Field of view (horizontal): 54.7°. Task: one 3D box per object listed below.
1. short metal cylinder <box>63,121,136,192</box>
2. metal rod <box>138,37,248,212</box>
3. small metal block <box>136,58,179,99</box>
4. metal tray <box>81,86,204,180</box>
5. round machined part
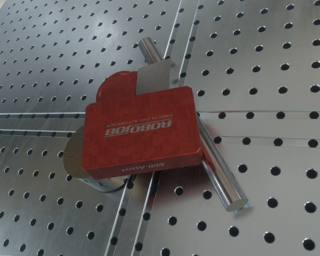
[{"bbox_3d":[-0.077,0.037,0.405,0.080,0.050,0.080,-13,56,21],"label":"short metal cylinder"},{"bbox_3d":[0.028,-0.028,0.406,0.025,0.025,0.300,-31,52,8],"label":"metal rod"},{"bbox_3d":[-0.003,-0.059,0.411,0.050,0.025,0.050,-12,59,27],"label":"small metal block"},{"bbox_3d":[-0.021,0.005,0.359,0.131,0.030,0.090,-9,57,8],"label":"metal tray"},{"bbox_3d":[-0.052,-0.043,0.445,0.098,0.042,0.098,-14,56,22],"label":"round machined part"}]
